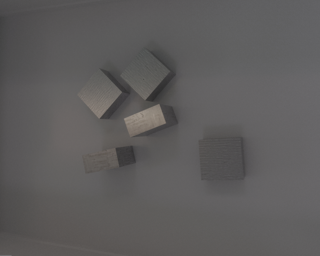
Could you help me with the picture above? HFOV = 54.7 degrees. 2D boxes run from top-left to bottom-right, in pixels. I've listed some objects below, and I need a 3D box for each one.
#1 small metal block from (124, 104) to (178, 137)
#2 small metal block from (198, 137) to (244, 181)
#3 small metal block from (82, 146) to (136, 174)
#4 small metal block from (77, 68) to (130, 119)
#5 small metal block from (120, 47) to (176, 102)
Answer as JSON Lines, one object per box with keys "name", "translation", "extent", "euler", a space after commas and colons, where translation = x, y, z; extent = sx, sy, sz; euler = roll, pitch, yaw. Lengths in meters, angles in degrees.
{"name": "small metal block", "translation": [-0.010, -0.009, 0.401], "extent": [0.050, 0.050, 0.025], "euler": [-21, 83, 19]}
{"name": "small metal block", "translation": [0.077, 0.038, 0.383], "extent": [0.050, 0.025, 0.050], "euler": [-4, 89, 20]}
{"name": "small metal block", "translation": [-0.068, 0.042, 0.421], "extent": [0.050, 0.050, 0.025], "euler": [-13, 86, 19]}
{"name": "small metal block", "translation": [-0.080, -0.048, 0.439], "extent": [0.050, 0.025, 0.050], "euler": [46, 104, 14]}
{"name": "small metal block", "translation": [-0.016, -0.071, 0.416], "extent": [0.050, 0.025, 0.050], "euler": [45, 104, 14]}
